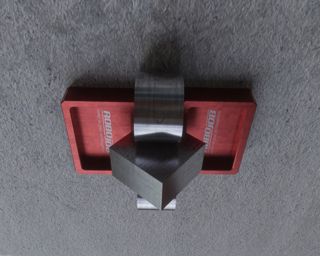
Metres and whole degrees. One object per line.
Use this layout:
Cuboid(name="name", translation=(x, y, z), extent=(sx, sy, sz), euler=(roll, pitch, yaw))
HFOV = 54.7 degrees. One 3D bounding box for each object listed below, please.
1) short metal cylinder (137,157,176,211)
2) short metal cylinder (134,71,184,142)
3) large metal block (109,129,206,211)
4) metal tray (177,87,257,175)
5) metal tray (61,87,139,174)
Cuboid(name="short metal cylinder", translation=(-0.005, 0.075, 0.436), extent=(0.050, 0.080, 0.079), euler=(2, 130, -2))
Cuboid(name="short metal cylinder", translation=(-0.002, -0.024, 0.352), extent=(0.050, 0.080, 0.079), euler=(2, 130, -2))
Cuboid(name="large metal block", translation=(-0.003, 0.039, 0.379), extent=(0.080, 0.080, 0.050), euler=(30, 138, 28))
Cuboid(name="metal tray", translation=(0.068, 0.008, 0.414), extent=(0.091, 0.030, 0.129), euler=(1, 130, -1))
Cuboid(name="metal tray", translation=(-0.073, 0.008, 0.412), extent=(0.091, 0.030, 0.129), euler=(1, 130, -1))
